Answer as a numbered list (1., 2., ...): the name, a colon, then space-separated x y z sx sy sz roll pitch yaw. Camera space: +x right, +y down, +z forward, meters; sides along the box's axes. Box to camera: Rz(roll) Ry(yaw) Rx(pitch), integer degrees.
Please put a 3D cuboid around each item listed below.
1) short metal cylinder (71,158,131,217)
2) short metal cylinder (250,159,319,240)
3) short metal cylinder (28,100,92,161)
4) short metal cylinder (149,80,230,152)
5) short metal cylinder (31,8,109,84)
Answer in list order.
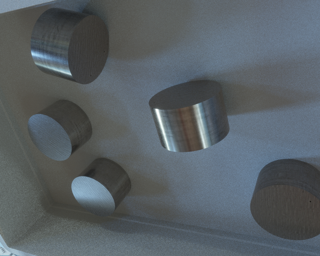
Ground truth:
1. short metal cylinder: -0.094 0.096 0.502 0.080 0.050 0.079 13 124 21
2. short metal cylinder: 0.152 0.083 0.364 0.080 0.050 0.079 13 124 21
3. short metal cylinder: -0.153 0.003 0.475 0.080 0.050 0.079 13 124 21
4. short metal cylinder: 0.033 -0.015 0.346 0.080 0.080 0.050 -2 117 29
5. short metal cylinder: -0.104 -0.097 0.368 0.050 0.080 0.079 18 125 18
